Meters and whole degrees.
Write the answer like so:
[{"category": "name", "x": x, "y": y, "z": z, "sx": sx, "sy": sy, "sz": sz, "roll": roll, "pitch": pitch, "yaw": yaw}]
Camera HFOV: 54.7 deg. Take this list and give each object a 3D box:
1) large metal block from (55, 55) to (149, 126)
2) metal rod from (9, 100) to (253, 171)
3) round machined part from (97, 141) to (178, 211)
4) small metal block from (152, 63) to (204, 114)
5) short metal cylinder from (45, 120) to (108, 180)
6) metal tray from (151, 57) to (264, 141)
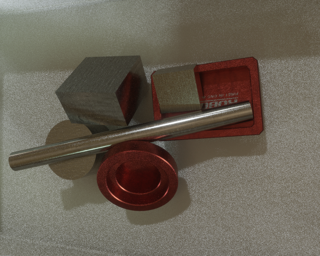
[{"category": "large metal block", "x": -0.070, "y": -0.049, "z": 0.395, "sx": 0.080, "sy": 0.080, "sz": 0.050, "roll": 3, "pitch": 133, "yaw": 20}, {"category": "metal rod", "x": -0.041, "y": 0.011, "z": 0.378, "sx": 0.301, "sy": 0.025, "sz": 0.025, "roll": -12, "pitch": 86, "yaw": 8}, {"category": "round machined part", "x": -0.027, "y": 0.055, "z": 0.391, "sx": 0.099, "sy": 0.042, "sz": 0.097, "roll": 1, "pitch": 122, "yaw": 2}, {"category": "small metal block", "x": 0.023, "y": -0.048, "z": 0.377, "sx": 0.050, "sy": 0.025, "sz": 0.050, "roll": -5, "pitch": 115, "yaw": 20}, {"category": "short metal cylinder", "x": -0.111, "y": 0.029, "z": 0.432, "sx": 0.080, "sy": 0.050, "sz": 0.079, "roll": 0, "pitch": 90, "yaw": 19}, {"category": "metal tray", "x": 0.057, "y": -0.032, "z": 0.385, "sx": 0.130, "sy": 0.030, "sz": 0.089, "roll": -5, "pitch": 88, "yaw": 19}]
